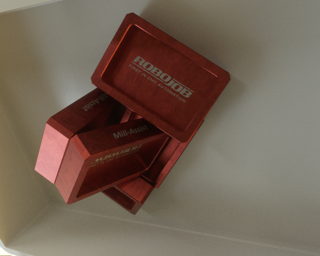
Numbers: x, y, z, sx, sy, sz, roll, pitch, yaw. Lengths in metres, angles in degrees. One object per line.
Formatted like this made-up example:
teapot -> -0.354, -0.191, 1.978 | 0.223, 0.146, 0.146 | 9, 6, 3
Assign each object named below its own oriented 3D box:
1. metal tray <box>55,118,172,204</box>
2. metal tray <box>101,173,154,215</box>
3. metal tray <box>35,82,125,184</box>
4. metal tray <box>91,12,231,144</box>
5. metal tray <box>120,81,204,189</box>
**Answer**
metal tray -> -0.050, 0.034, 0.369 | 0.030, 0.131, 0.089 | 50, 132, 23
metal tray -> -0.078, 0.075, 0.466 | 0.130, 0.030, 0.090 | 34, 153, 5
metal tray -> -0.090, -0.001, 0.382 | 0.030, 0.131, 0.089 | 35, 129, 6
metal tray -> 0.000, -0.055, 0.346 | 0.130, 0.030, 0.090 | 34, 103, 5
metal tray -> -0.011, 0.014, 0.416 | 0.090, 0.030, 0.129 | 34, 129, 5
